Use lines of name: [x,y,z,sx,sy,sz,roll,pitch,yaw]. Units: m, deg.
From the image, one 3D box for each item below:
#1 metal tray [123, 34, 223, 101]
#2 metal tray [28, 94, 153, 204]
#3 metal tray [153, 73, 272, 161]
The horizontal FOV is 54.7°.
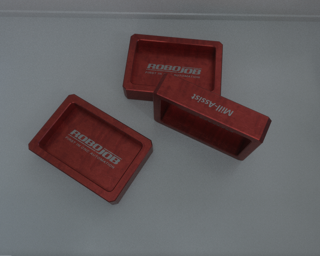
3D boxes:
metal tray: [0.019,-0.082,0.437,0.131,0.030,0.090,6,70,1]
metal tray: [-0.086,0.026,0.396,0.130,0.030,0.090,31,73,10]
metal tray: [0.057,-0.010,0.379,0.130,0.090,0.030,25,72,8]
